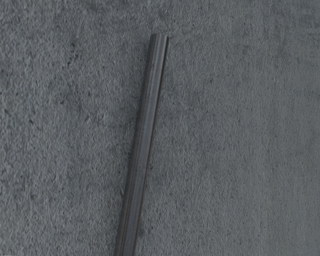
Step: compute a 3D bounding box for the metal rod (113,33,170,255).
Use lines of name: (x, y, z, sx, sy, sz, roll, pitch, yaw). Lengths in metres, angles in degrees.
metal rod: (-0.023, 0.029, 0.384, 0.025, 0.025, 0.299, 15, 81, -39)
